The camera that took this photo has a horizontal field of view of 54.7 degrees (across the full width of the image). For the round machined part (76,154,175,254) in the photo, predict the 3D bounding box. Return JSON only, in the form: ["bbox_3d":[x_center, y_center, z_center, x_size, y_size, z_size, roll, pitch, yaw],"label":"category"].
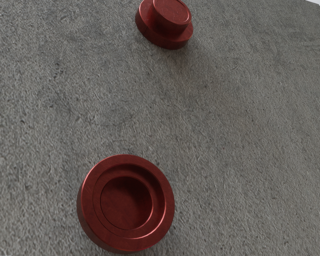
[{"bbox_3d":[-0.037,0.080,0.324,0.099,0.042,0.098,14,56,-21],"label":"round machined part"}]

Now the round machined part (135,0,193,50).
[{"bbox_3d":[0.012,-0.180,0.509,0.099,0.042,0.098,14,56,-21],"label":"round machined part"}]
